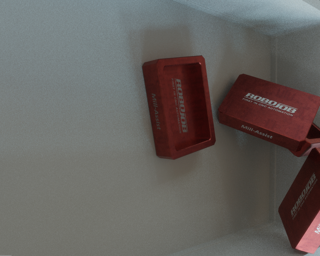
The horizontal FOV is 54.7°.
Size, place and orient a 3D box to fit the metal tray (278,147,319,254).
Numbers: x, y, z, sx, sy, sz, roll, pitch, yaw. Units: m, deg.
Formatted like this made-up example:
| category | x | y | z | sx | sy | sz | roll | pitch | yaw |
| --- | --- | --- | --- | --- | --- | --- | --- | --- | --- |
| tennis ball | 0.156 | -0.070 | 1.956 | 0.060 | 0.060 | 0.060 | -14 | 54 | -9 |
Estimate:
| category | x | y | z | sx | sy | sz | roll | pitch | yaw |
| --- | --- | --- | --- | --- | --- | --- | --- | --- | --- |
| metal tray | 0.226 | 0.105 | 0.456 | 0.030 | 0.090 | 0.129 | 16 | 115 | -2 |

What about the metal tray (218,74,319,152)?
| category | x | y | z | sx | sy | sz | roll | pitch | yaw |
| --- | --- | --- | --- | --- | --- | --- | --- | --- | --- |
| metal tray | 0.167 | -0.028 | 0.480 | 0.090 | 0.130 | 0.030 | -55 | 153 | -26 |

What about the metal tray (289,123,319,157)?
| category | x | y | z | sx | sy | sz | roll | pitch | yaw |
| --- | --- | --- | --- | --- | --- | --- | --- | --- | --- |
| metal tray | 0.216 | -0.010 | 0.527 | 0.091 | 0.130 | 0.030 | -2 | 133 | -40 |

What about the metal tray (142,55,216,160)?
| category | x | y | z | sx | sy | sz | roll | pitch | yaw |
| --- | --- | --- | --- | --- | --- | --- | --- | --- | --- |
| metal tray | 0.029 | -0.030 | 0.427 | 0.091 | 0.030 | 0.129 | -15 | 100 | -39 |
